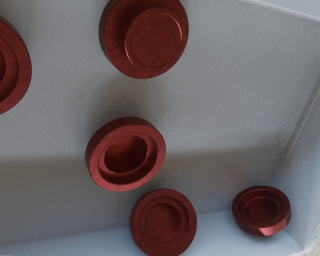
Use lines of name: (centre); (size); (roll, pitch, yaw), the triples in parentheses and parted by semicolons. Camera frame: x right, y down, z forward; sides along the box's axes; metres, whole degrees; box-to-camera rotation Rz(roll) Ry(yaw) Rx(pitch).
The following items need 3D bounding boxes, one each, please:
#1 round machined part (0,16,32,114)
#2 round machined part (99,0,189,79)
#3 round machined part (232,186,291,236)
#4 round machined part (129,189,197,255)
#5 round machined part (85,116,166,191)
round machined part: (-0.167, -0.059, 0.270); (0.099, 0.042, 0.097); (-14, 124, -21)
round machined part: (-0.012, -0.098, 0.330); (0.099, 0.042, 0.097); (-14, 124, -21)
round machined part: (0.182, 0.152, 0.552); (0.099, 0.098, 0.042); (-27, 120, -12)
round machined part: (0.002, 0.141, 0.464); (0.099, 0.042, 0.098); (4, 76, -16)
round machined part: (-0.045, 0.028, 0.390); (0.099, 0.042, 0.097); (-14, 124, -21)
